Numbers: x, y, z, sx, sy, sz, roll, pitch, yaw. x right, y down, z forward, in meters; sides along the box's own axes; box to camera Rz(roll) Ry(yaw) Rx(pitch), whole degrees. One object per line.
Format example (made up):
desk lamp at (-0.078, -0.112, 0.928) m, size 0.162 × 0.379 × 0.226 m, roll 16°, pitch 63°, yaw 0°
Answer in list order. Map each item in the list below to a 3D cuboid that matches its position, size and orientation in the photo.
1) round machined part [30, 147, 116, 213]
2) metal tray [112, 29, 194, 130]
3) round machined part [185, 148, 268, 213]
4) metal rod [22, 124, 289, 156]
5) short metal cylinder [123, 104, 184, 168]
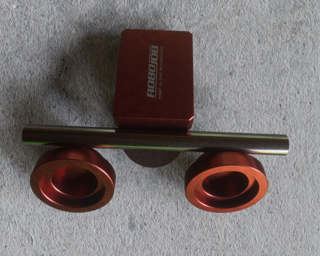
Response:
round machined part at (-0.104, 0.059, 0.385) m, size 0.099 × 0.042 × 0.097 m, roll -1°, pitch 129°, yaw -1°
metal tray at (-0.006, -0.062, 0.381) m, size 0.091 × 0.030 × 0.130 m, roll 2°, pitch 64°, yaw -1°
round machined part at (0.080, 0.061, 0.386) m, size 0.099 × 0.042 × 0.097 m, roll 0°, pitch 133°, yaw 0°
metal rod at (-0.004, 0.014, 0.362) m, size 0.302 × 0.025 × 0.025 m, roll 2°, pitch 90°, yaw -1°
short metal cylinder at (-0.009, 0.008, 0.399) m, size 0.081 × 0.050 × 0.079 m, roll 0°, pitch 90°, yaw -1°
